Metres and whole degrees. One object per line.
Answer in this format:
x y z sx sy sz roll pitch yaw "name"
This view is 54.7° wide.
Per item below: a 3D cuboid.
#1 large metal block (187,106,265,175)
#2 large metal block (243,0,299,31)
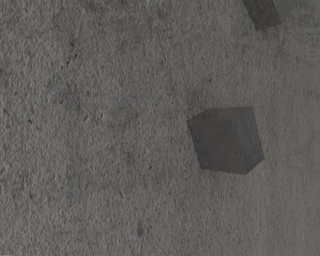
0.094 0.016 0.448 0.050 0.080 0.080 -29 108 -36 "large metal block"
0.195 -0.235 0.551 0.080 0.050 0.080 -51 120 -28 "large metal block"
